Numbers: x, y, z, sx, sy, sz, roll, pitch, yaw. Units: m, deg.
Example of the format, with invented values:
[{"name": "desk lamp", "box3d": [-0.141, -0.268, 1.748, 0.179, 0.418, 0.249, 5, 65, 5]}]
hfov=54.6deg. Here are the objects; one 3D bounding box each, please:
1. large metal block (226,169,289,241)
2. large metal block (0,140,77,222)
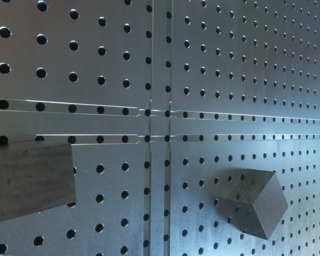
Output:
[{"name": "large metal block", "box3d": [0.170, 0.129, 0.534, 0.080, 0.050, 0.080, -41, 115, -32]}, {"name": "large metal block", "box3d": [-0.129, 0.041, 0.265, 0.081, 0.080, 0.050, -7, 95, -40]}]
